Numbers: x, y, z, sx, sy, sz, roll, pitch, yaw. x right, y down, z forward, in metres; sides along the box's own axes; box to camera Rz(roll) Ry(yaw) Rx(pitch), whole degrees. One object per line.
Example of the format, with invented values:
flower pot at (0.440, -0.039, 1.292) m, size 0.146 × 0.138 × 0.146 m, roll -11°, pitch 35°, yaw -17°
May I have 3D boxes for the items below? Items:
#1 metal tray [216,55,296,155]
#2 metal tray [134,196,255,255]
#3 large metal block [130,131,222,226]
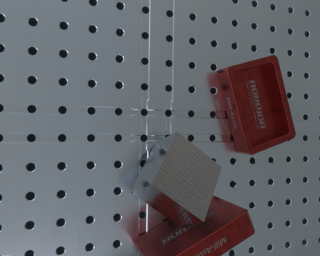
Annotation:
metal tray at (0.145, -0.035, 0.463) m, size 0.091 × 0.030 × 0.129 m, roll -18°, pitch 96°, yaw -19°
metal tray at (0.041, 0.137, 0.393) m, size 0.131 × 0.090 × 0.030 m, roll -25°, pitch 99°, yaw -18°
large metal block at (0.023, 0.065, 0.393) m, size 0.080 × 0.050 × 0.080 m, roll 39°, pitch 53°, yaw -16°
